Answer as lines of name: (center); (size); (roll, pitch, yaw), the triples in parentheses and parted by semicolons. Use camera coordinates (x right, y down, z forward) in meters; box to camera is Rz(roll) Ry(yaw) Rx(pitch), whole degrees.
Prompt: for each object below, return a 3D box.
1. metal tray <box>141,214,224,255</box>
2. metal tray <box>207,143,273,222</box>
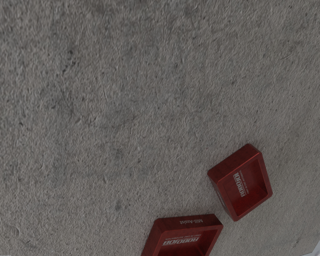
metal tray: (0.041, 0.200, 0.549); (0.131, 0.030, 0.089); (5, 116, -31)
metal tray: (0.144, 0.099, 0.542); (0.090, 0.030, 0.130); (-34, 129, -6)
